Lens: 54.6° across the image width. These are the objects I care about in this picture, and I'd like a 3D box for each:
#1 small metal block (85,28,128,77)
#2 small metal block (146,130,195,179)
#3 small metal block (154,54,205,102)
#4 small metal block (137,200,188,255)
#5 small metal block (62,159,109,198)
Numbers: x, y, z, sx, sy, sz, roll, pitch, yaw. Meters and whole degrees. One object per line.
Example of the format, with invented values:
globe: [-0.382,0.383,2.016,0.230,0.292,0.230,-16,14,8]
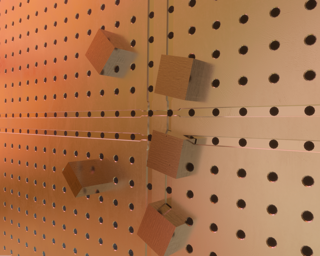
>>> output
small metal block: [-0.084,-0.116,0.481,0.050,0.025,0.050,52,120,27]
small metal block: [0.013,0.032,0.399,0.050,0.025,0.050,17,101,38]
small metal block: [0.024,-0.063,0.391,0.050,0.025,0.050,18,102,38]
small metal block: [0.002,0.133,0.409,0.050,0.025,0.050,32,110,35]
small metal block: [-0.118,0.079,0.493,0.050,0.050,0.025,52,121,27]
